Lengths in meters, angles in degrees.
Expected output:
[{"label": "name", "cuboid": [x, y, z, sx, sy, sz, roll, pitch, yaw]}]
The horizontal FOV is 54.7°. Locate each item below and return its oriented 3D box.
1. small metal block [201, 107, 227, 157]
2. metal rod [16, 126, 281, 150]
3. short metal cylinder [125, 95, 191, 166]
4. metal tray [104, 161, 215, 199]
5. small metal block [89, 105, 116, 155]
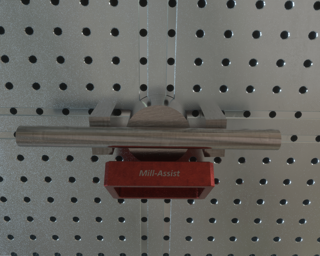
[{"label": "small metal block", "cuboid": [0.068, 0.004, 0.402, 0.025, 0.050, 0.050, -1, 110, 0]}, {"label": "metal rod", "cuboid": [-0.013, 0.012, 0.364, 0.302, 0.025, 0.025, 1, 110, 0]}, {"label": "short metal cylinder", "cuboid": [-0.002, 0.002, 0.400, 0.081, 0.050, 0.079, 0, 110, 0]}, {"label": "metal tray", "cuboid": [-0.001, 0.071, 0.407, 0.131, 0.090, 0.030, 0, 67, 0]}, {"label": "small metal block", "cuboid": [-0.072, 0.001, 0.400, 0.025, 0.050, 0.050, -1, 110, 0]}]
